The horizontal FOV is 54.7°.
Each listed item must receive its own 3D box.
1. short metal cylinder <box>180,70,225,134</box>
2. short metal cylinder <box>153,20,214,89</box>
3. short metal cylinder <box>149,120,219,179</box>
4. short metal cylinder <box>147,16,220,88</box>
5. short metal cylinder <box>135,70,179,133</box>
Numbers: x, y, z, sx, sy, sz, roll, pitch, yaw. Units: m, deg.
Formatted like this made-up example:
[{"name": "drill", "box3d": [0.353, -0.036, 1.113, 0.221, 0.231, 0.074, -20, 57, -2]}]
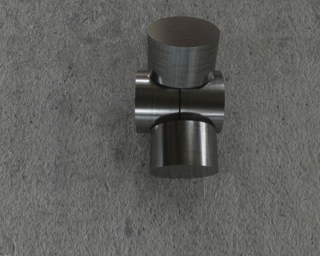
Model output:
[{"name": "short metal cylinder", "box3d": [0.049, -0.033, 0.392, 0.050, 0.080, 0.080, 0, 70, 0]}, {"name": "short metal cylinder", "box3d": [0.031, -0.102, 0.435, 0.081, 0.050, 0.080, 0, 70, 0]}, {"name": "short metal cylinder", "box3d": [0.028, 0.029, 0.370, 0.081, 0.080, 0.050, 0, 70, 0]}, {"name": "short metal cylinder", "box3d": [0.026, -0.089, 0.359, 0.081, 0.050, 0.080, 1, 41, 0]}, {"name": "short metal cylinder", "box3d": [-0.003, -0.033, 0.393, 0.050, 0.080, 0.080, 1, 70, 0]}]
